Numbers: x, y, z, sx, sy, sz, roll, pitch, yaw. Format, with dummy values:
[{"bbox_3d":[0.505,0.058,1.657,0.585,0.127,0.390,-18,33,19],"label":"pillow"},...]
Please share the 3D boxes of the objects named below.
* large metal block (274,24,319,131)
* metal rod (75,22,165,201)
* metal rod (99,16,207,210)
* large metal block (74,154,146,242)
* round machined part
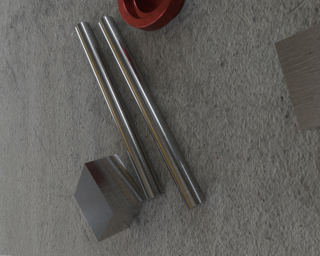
[{"bbox_3d":[0.155,-0.047,0.260,0.080,0.050,0.080,-20,78,38],"label":"large metal block"},{"bbox_3d":[-0.065,-0.037,0.456,0.025,0.025,0.299,-38,67,33],"label":"metal rod"},{"bbox_3d":[-0.018,-0.034,0.417,0.025,0.025,0.299,-40,66,32],"label":"metal rod"},{"bbox_3d":[-0.073,0.097,0.434,0.080,0.050,0.079,52,135,27],"label":"large metal block"},{"bbox_3d":[-0.006,-0.173,0.397,0.098,0.042,0.097,0,90,39],"label":"round machined part"}]
